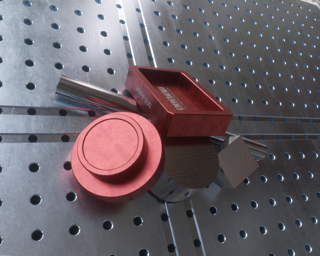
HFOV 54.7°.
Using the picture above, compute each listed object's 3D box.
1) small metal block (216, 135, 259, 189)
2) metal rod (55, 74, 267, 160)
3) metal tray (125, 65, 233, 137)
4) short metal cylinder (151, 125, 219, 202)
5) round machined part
[{"bbox_3d":[0.096,0.045,0.414,0.050,0.025,0.050,-35,97,-22],"label":"small metal block"},{"bbox_3d":[0.015,-0.008,0.417,0.302,0.025,0.025,18,55,-18],"label":"metal rod"},{"bbox_3d":[0.019,-0.038,0.396,0.091,0.030,0.130,0,33,-29],"label":"metal tray"},{"bbox_3d":[0.023,0.043,0.374,0.081,0.050,0.080,14,56,-21],"label":"short metal cylinder"},{"bbox_3d":[-0.046,0.024,0.323,0.099,0.042,0.098,-4,62,7],"label":"round machined part"}]
